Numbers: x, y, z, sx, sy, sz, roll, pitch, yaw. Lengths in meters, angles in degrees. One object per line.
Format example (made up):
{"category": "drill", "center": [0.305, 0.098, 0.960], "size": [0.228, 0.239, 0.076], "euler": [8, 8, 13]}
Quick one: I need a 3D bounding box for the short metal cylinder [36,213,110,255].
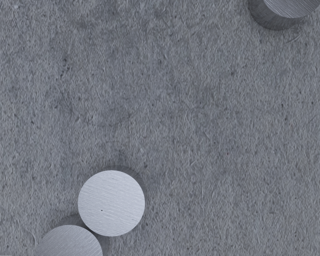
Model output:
{"category": "short metal cylinder", "center": [-0.109, 0.156, 0.397], "size": [0.081, 0.050, 0.080], "euler": [0, 90, 0]}

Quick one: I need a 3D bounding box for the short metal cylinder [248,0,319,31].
{"category": "short metal cylinder", "center": [0.160, -0.173, 0.398], "size": [0.081, 0.050, 0.080], "euler": [0, 90, 0]}

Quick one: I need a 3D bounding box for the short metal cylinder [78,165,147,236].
{"category": "short metal cylinder", "center": [-0.058, 0.090, 0.397], "size": [0.081, 0.050, 0.080], "euler": [0, 90, 0]}
